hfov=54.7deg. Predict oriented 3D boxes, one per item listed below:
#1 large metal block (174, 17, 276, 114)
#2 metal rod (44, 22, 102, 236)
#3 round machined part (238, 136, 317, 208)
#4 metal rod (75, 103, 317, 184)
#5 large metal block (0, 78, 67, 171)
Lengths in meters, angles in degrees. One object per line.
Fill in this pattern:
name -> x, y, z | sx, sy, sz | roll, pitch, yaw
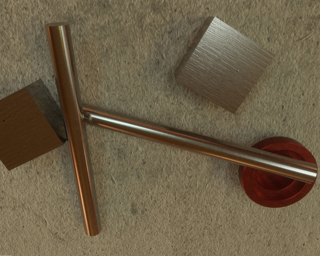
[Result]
large metal block -> 0.073, -0.076, 0.370 | 0.080, 0.050, 0.080 | 28, 107, -11
metal rod -> -0.104, 0.022, 0.394 | 0.025, 0.025, 0.298 | -2, 119, 0
round machined part -> 0.156, 0.056, 0.424 | 0.099, 0.042, 0.097 | 0, 110, -1
metal rod -> 0.039, 0.017, 0.388 | 0.301, 0.025, 0.025 | 15, 110, 5
large metal block -> -0.171, -0.005, 0.392 | 0.080, 0.050, 0.080 | -25, 109, 8
